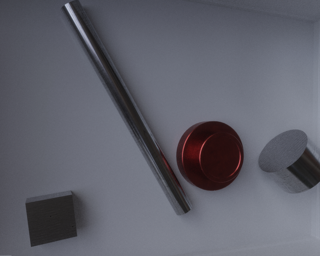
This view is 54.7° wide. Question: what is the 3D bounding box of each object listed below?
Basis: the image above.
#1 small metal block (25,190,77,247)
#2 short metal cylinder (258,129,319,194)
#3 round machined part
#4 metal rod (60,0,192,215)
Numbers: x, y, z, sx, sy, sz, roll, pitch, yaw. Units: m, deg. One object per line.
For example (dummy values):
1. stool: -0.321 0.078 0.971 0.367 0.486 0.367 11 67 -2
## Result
1. small metal block: -0.127 0.105 0.364 0.050 0.025 0.050 -7 93 -20
2. short metal cylinder: 0.194 0.049 0.455 0.050 0.080 0.080 43 77 -16
3. round machined part: 0.076 0.039 0.431 0.099 0.042 0.097 0 90 -21
4. metal rod: -0.037 -0.017 0.397 0.025 0.025 0.299 -32 101 -17
